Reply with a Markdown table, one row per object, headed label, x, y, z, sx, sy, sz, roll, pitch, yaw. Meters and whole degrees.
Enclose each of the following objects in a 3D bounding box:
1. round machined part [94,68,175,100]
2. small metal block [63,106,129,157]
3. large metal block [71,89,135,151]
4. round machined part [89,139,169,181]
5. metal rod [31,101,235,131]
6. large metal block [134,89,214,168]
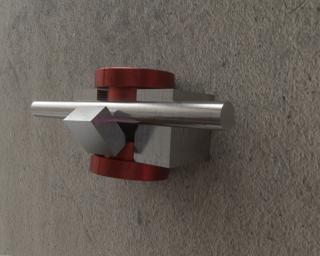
| label | x | y | z | sx | sy | sz | roll | pitch | yaw |
| --- | --- | --- | --- | --- | --- | --- | --- | --- | --- |
| round machined part | -0.031 | -0.047 | 0.385 | 0.098 | 0.099 | 0.042 | 5 | 94 | 40 |
| small metal block | -0.071 | 0.003 | 0.343 | 0.050 | 0.025 | 0.050 | 2 | 132 | 41 |
| large metal block | -0.073 | -0.010 | 0.431 | 0.050 | 0.081 | 0.079 | 6 | 94 | 40 |
| round machined part | -0.036 | 0.036 | 0.388 | 0.098 | 0.099 | 0.042 | 6 | 89 | 40 |
| metal rod | -0.059 | -0.019 | 0.351 | 0.300 | 0.025 | 0.025 | 5 | 93 | 40 |
| large metal block | 0.018 | -0.001 | 0.356 | 0.050 | 0.081 | 0.079 | 5 | 93 | 40 |
